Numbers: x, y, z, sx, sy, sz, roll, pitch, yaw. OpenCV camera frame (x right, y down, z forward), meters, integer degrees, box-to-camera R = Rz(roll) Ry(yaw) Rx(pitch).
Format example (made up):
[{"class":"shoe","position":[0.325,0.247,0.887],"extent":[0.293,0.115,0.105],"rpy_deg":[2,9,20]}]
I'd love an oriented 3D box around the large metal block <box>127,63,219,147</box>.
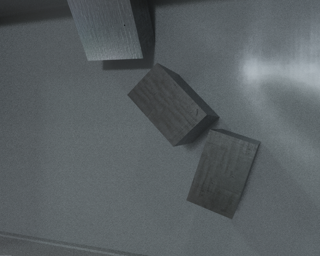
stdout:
[{"class":"large metal block","position":[0.020,-0.026,0.374],"extent":[0.050,0.080,0.080],"rpy_deg":[-45,76,14]}]

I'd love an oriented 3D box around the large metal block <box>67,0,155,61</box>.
[{"class":"large metal block","position":[-0.059,-0.135,0.398],"extent":[0.080,0.050,0.080],"rpy_deg":[2,128,20]}]

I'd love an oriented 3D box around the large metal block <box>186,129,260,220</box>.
[{"class":"large metal block","position":[0.076,0.047,0.354],"extent":[0.050,0.080,0.080],"rpy_deg":[19,97,19]}]
